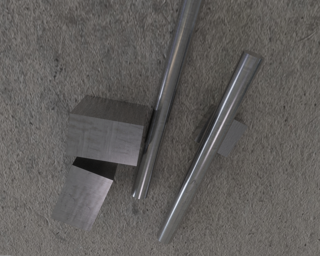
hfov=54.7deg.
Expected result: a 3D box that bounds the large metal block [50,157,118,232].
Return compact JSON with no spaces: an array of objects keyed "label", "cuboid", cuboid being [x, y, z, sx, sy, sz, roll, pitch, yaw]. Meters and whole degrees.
[{"label":"large metal block","cuboid":[-0.094,0.072,0.406,0.050,0.080,0.080,23,108,-8]}]

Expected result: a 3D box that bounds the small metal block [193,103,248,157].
[{"label":"small metal block","cuboid":[0.079,0.003,0.412,0.050,0.025,0.050,27,108,-10]}]

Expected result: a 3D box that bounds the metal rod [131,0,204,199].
[{"label":"metal rod","cuboid":[0.008,-0.041,0.394,0.025,0.025,0.298,14,110,-5]}]

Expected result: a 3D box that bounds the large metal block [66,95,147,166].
[{"label":"large metal block","cuboid":[-0.062,0.000,0.380,0.081,0.080,0.050,10,110,-4]}]

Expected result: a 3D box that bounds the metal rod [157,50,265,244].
[{"label":"metal rod","cuboid":[0.054,0.044,0.402,0.025,0.025,0.298,17,118,-7]}]
